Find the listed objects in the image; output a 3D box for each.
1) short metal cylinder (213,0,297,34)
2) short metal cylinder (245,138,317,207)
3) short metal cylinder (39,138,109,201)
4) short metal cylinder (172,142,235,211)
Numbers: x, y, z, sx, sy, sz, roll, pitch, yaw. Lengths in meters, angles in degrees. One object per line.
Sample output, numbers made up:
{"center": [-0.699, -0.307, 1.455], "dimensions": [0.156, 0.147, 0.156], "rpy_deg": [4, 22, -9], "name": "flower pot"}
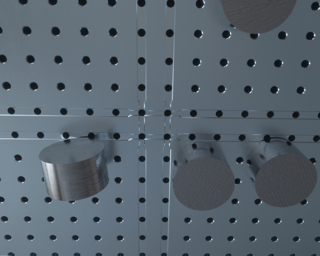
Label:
{"center": [0.104, -0.148, 0.347], "dimensions": [0.081, 0.050, 0.079], "rpy_deg": [0, 110, -1], "name": "short metal cylinder"}
{"center": [0.163, 0.060, 0.425], "dimensions": [0.081, 0.050, 0.079], "rpy_deg": [0, 110, -1], "name": "short metal cylinder"}
{"center": [-0.110, 0.051, 0.401], "dimensions": [0.081, 0.080, 0.050], "rpy_deg": [-4, 110, 1], "name": "short metal cylinder"}
{"center": [0.057, 0.065, 0.425], "dimensions": [0.081, 0.050, 0.079], "rpy_deg": [0, 110, -1], "name": "short metal cylinder"}
